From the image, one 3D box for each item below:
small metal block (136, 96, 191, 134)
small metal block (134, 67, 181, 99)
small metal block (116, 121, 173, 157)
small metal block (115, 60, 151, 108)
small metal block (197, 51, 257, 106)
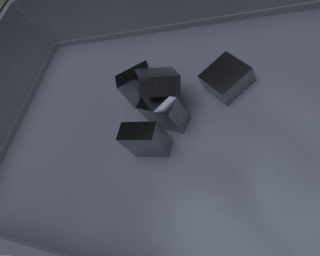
[{"bbox_3d":[0.005,-0.019,0.399,0.050,0.050,0.025,15,70,34],"label":"small metal block"},{"bbox_3d":[-0.004,-0.058,0.391,0.050,0.025,0.050,-5,23,-9],"label":"small metal block"},{"bbox_3d":[-0.018,0.015,0.390,0.050,0.050,0.025,-1,61,28],"label":"small metal block"},{"bbox_3d":[-0.028,-0.061,0.442,0.050,0.050,0.025,-25,51,13],"label":"small metal block"},{"bbox_3d":[0.086,-0.064,0.400,0.050,0.025,0.050,-42,51,-1],"label":"small metal block"}]
